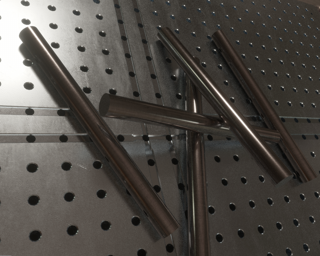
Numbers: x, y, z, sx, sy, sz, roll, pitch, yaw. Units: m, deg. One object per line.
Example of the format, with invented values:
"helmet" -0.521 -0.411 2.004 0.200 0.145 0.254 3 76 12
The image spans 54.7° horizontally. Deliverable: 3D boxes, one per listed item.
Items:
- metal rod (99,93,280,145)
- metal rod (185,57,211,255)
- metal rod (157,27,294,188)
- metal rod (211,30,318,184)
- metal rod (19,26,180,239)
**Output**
"metal rod" 0.063 -0.005 0.413 0.302 0.025 0.025 9 57 -36
"metal rod" 0.048 0.019 0.424 0.025 0.025 0.299 15 55 -20
"metal rod" 0.074 -0.047 0.430 0.025 0.025 0.299 -9 51 -32
"metal rod" 0.172 -0.045 0.530 0.025 0.025 0.299 -16 70 -35
"metal rod" -0.077 -0.002 0.368 0.025 0.025 0.299 -30 79 -38
